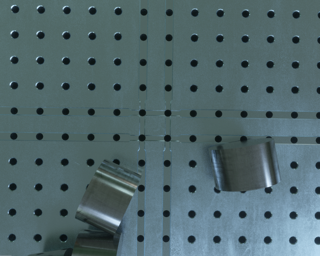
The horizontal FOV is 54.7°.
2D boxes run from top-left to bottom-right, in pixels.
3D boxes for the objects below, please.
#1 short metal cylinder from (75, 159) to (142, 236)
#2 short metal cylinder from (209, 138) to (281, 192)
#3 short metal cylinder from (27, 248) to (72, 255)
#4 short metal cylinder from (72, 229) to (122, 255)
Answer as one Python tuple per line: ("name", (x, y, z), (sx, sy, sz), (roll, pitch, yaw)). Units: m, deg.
("short metal cylinder", (-0.063, 0.085, 0.385), (0.050, 0.080, 0.080), (25, 90, -1))
("short metal cylinder", (0.105, 0.044, 0.387), (0.080, 0.080, 0.050), (-10, 90, 0))
("short metal cylinder", (-0.135, 0.195, 0.384), (0.050, 0.080, 0.080), (-9, 90, 0))
("short metal cylinder", (-0.078, 0.169, 0.385), (0.050, 0.080, 0.079), (6, 90, 0))
